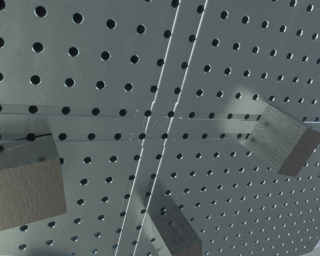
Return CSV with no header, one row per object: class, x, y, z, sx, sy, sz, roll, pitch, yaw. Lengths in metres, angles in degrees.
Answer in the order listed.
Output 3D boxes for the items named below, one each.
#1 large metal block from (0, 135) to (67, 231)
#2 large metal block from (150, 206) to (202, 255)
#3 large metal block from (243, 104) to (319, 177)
large metal block,-0.154,0.061,0.348,0.081,0.050,0.079,-11,123,-23
large metal block,0.026,0.191,0.507,0.050,0.080,0.080,-18,126,-18
large metal block,0.193,0.020,0.492,0.050,0.080,0.080,15,111,-34
